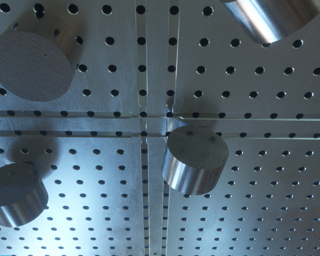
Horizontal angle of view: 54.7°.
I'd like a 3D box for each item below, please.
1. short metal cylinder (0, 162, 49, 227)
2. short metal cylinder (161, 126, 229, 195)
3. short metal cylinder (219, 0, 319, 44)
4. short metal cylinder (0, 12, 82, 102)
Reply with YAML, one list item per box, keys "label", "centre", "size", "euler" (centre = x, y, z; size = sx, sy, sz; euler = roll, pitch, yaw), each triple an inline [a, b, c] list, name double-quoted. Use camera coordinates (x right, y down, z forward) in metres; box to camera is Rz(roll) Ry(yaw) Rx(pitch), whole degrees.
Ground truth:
- label: "short metal cylinder"
  centre: [-0.213, 0.097, 0.456]
  size: [0.080, 0.080, 0.050]
  euler: [-2, 130, 1]
- label: "short metal cylinder"
  centre: [0.045, 0.041, 0.411]
  size: [0.081, 0.080, 0.050]
  euler: [7, 130, -6]
- label: "short metal cylinder"
  centre: [0.099, -0.122, 0.272]
  size: [0.080, 0.080, 0.050]
  euler: [-35, 122, 26]
- label: "short metal cylinder"
  centre: [-0.129, -0.075, 0.330]
  size: [0.081, 0.050, 0.079]
  euler: [0, 130, 0]
